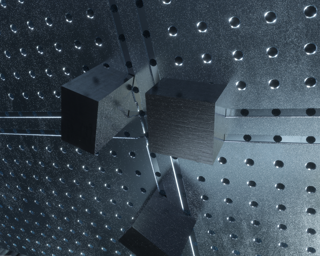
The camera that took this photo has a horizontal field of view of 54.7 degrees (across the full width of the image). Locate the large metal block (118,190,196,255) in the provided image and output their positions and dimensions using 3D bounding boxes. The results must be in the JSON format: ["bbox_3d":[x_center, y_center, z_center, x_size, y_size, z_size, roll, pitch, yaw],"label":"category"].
[{"bbox_3d":[-0.002,0.157,0.473,0.080,0.080,0.050,38,129,2],"label":"large metal block"}]

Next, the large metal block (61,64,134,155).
[{"bbox_3d":[-0.081,-0.026,0.400,0.050,0.080,0.079,23,127,14],"label":"large metal block"}]

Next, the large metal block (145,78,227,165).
[{"bbox_3d":[0.032,-0.010,0.371,0.080,0.050,0.079,10,123,22],"label":"large metal block"}]
